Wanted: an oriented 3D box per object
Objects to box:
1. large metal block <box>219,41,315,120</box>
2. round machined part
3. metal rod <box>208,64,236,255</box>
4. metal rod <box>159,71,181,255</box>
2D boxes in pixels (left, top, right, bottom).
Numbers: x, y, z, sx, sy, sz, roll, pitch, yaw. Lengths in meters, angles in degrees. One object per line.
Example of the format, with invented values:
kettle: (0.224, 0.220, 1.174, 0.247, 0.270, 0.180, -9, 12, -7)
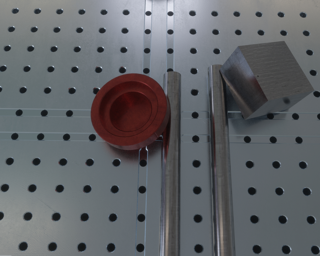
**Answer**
large metal block: (0.139, -0.064, 0.410, 0.081, 0.050, 0.080, -13, 69, -25)
round machined part: (-0.035, -0.018, 0.402, 0.098, 0.042, 0.098, -4, 70, 11)
metal rod: (0.077, 0.056, 0.391, 0.025, 0.025, 0.299, 1, 70, 0)
metal rod: (0.013, 0.066, 0.387, 0.025, 0.025, 0.299, 2, 70, 0)
